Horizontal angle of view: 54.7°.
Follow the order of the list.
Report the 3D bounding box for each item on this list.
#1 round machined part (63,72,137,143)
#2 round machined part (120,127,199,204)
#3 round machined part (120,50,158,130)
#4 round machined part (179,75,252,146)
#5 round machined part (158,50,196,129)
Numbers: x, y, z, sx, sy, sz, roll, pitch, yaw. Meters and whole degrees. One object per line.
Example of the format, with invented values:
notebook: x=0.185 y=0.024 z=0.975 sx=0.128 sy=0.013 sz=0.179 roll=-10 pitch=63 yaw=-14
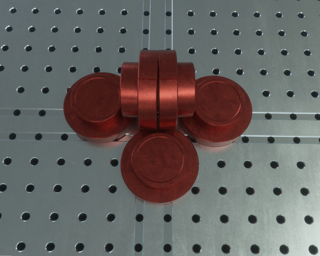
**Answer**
round machined part: x=-0.080 y=-0.032 z=0.413 sx=0.099 sy=0.042 sz=0.098 roll=0 pitch=70 yaw=-1
round machined part: x=0.000 y=0.044 z=0.386 sx=0.099 sy=0.042 sz=0.098 roll=0 pitch=70 yaw=-1
round machined part: x=-0.024 y=-0.047 z=0.383 sx=0.042 sy=0.098 sz=0.098 roll=1 pitch=70 yaw=0
round machined part: x=0.074 y=-0.028 z=0.413 sx=0.099 sy=0.042 sz=0.098 roll=0 pitch=70 yaw=-1
round machined part: x=0.020 y=-0.047 z=0.385 sx=0.042 sy=0.098 sz=0.098 roll=-1 pitch=70 yaw=-1
